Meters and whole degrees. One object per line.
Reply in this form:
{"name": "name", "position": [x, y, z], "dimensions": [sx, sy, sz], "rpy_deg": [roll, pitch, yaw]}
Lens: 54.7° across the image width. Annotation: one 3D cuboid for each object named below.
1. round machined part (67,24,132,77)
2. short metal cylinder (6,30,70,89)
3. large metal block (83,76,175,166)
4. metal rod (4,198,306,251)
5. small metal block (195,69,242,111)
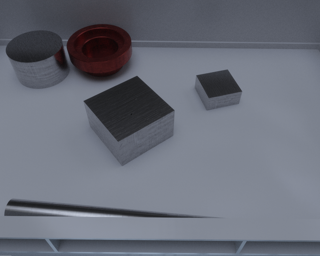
{"name": "round machined part", "position": [-0.093, -0.119, 0.492], "dimensions": [0.099, 0.042, 0.098], "rpy_deg": [0, 52, 0]}
{"name": "short metal cylinder", "position": [-0.185, -0.106, 0.475], "dimensions": [0.081, 0.050, 0.080], "rpy_deg": [0, 50, 0]}
{"name": "large metal block", "position": [-0.039, -0.012, 0.398], "dimensions": [0.081, 0.050, 0.080], "rpy_deg": [-30, 57, -23]}
{"name": "metal rod", "position": [-0.008, 0.099, 0.321], "dimensions": [0.302, 0.025, 0.025], "rpy_deg": [4, 50, 3]}
{"name": "small metal block", "position": [0.084, -0.056, 0.454], "dimensions": [0.050, 0.025, 0.050], "rpy_deg": [-12, 51, -11]}
